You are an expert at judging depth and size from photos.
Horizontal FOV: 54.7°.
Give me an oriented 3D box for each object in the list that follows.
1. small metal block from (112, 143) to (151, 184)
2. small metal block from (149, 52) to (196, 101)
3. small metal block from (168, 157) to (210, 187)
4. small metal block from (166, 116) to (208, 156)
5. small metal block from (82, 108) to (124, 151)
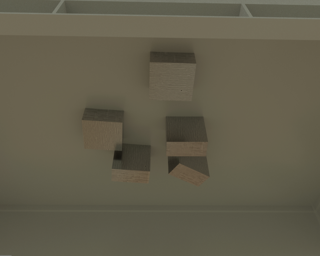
[{"bbox_3d":[-0.040,0.049,0.434,0.050,0.050,0.025,5,130,-5],"label":"small metal block"},{"bbox_3d":[0.013,-0.059,0.359,0.050,0.025,0.050,1,130,-2],"label":"small metal block"},{"bbox_3d":[0.039,0.048,0.434,0.050,0.050,0.025,26,125,-21],"label":"small metal block"},{"bbox_3d":[0.033,0.010,0.402,0.050,0.050,0.025,0,130,-1],"label":"small metal block"},{"bbox_3d":[-0.074,0.003,0.410,0.050,0.025,0.050,4,130,-4],"label":"small metal block"}]
